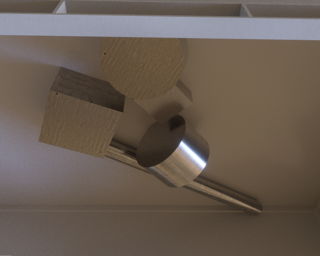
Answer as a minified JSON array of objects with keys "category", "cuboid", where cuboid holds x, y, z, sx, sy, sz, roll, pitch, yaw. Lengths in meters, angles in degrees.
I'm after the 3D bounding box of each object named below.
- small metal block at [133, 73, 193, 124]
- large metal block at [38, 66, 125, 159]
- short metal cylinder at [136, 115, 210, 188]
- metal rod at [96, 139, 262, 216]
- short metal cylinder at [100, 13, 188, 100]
[{"category":"small metal block","cuboid":[0.004,-0.039,0.376,0.050,0.025,0.050,-33,123,25]},{"category":"large metal block","cuboid":[-0.094,-0.017,0.377,0.081,0.050,0.079,17,128,-15]},{"category":"short metal cylinder","cuboid":[0.016,0.029,0.398,0.080,0.080,0.050,-32,123,24]},{"category":"metal rod","cuboid":[0.037,0.079,0.476,0.302,0.025,0.025,25,126,-20]},{"category":"short metal cylinder","cuboid":[-0.014,-0.074,0.313,0.080,0.050,0.079,3,112,9]}]
